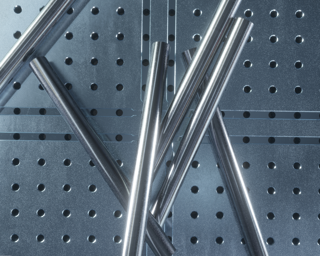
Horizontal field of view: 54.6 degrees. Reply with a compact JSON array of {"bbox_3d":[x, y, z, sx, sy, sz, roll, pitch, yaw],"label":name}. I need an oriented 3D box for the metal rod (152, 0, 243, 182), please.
[{"bbox_3d":[0.027,-0.032,0.393,0.025,0.025,0.299,26,98,0],"label":"metal rod"}]

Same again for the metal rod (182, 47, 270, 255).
[{"bbox_3d":[0.088,0.039,0.413,0.025,0.025,0.299,-19,90,0],"label":"metal rod"}]

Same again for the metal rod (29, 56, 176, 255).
[{"bbox_3d":[-0.077,0.034,0.395,0.025,0.025,0.299,-35,83,0],"label":"metal rod"}]

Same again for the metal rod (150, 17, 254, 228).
[{"bbox_3d":[0.043,0.008,0.393,0.025,0.025,0.299,23,98,0],"label":"metal rod"}]

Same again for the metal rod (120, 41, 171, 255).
[{"bbox_3d":[-0.017,0.034,0.376,0.025,0.025,0.299,8,75,0],"label":"metal rod"}]

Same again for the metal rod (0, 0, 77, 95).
[{"bbox_3d":[-0.149,-0.144,0.412,0.025,0.025,0.300,39,90,0],"label":"metal rod"}]
